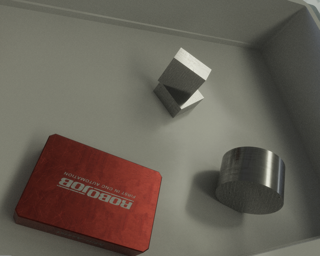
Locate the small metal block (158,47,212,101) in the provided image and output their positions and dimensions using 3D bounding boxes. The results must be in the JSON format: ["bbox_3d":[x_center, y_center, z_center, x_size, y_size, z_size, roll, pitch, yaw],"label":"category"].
[{"bbox_3d":[0.033,-0.072,0.421,0.050,0.050,0.025,35,51,-6],"label":"small metal block"}]

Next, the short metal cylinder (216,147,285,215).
[{"bbox_3d":[0.115,0.068,0.393,0.080,0.080,0.050,29,52,-11],"label":"short metal cylinder"}]

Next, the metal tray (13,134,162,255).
[{"bbox_3d":[-0.069,0.070,0.323,0.131,0.030,0.090,23,53,-15],"label":"metal tray"}]

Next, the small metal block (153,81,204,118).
[{"bbox_3d":[0.027,-0.049,0.452,0.050,0.025,0.050,-28,77,-38],"label":"small metal block"}]
